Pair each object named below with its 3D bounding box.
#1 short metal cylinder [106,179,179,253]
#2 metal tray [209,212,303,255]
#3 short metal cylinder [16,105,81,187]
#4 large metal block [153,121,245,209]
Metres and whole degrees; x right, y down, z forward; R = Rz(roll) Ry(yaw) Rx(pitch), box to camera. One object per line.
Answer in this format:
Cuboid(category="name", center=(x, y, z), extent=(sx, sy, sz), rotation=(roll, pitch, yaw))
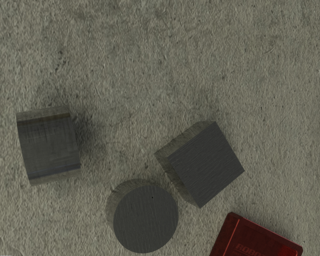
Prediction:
Cuboid(category="short metal cylinder", center=(-0.024, 0.107, 0.387), extent=(0.081, 0.050, 0.080), rotation=(0, 90, -20))
Cuboid(category="metal tray", center=(0.142, 0.192, 0.459), extent=(0.131, 0.030, 0.090), rotation=(29, 80, -18))
Cuboid(category="short metal cylinder", center=(-0.120, 0.018, 0.336), extent=(0.050, 0.080, 0.080), rotation=(-12, 94, -20))
Cuboid(category="large metal block", center=(0.052, 0.046, 0.415), extent=(0.080, 0.050, 0.080), rotation=(-36, 102, -17))
